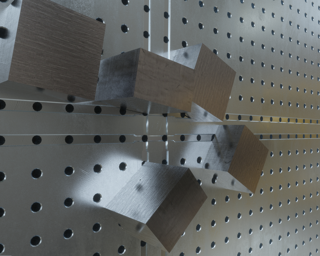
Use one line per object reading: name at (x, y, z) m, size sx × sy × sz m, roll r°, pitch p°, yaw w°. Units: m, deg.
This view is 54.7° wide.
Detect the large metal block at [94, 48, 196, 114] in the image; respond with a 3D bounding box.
large metal block at (-0.018, -0.049, 0.360) m, size 0.081 × 0.080 × 0.050 m, roll 12°, pitch 83°, yaw -40°

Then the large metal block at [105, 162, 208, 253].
large metal block at (-0.005, 0.089, 0.372) m, size 0.080 × 0.080 × 0.050 m, roll -48°, pitch 119°, yaw -30°

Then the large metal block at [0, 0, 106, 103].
large metal block at (-0.107, -0.073, 0.305) m, size 0.081 × 0.050 × 0.080 m, roll 12°, pitch 83°, yaw -40°

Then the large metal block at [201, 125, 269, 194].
large metal block at (0.123, 0.050, 0.499) m, size 0.080 × 0.050 × 0.080 m, roll 39°, pitch 66°, yaw -33°

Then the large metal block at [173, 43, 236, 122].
large metal block at (0.056, -0.061, 0.442) m, size 0.080 × 0.050 × 0.080 m, roll 28°, pitch 72°, yaw -37°
